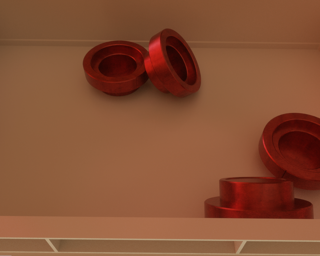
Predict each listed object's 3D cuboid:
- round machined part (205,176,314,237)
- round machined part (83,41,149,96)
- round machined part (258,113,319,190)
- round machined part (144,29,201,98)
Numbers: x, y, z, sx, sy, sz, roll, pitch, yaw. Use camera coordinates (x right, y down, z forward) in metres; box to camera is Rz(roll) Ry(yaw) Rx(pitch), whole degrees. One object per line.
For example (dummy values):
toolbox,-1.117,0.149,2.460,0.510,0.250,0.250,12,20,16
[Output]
round machined part,0.092,0.070,0.297,0.099,0.098,0.042,-1,85,-1
round machined part,-0.062,-0.085,0.465,0.099,0.042,0.098,0,50,0
round machined part,0.167,0.031,0.370,0.099,0.042,0.098,0,50,0
round machined part,0.015,-0.088,0.445,0.042,0.098,0.098,-23,41,32
